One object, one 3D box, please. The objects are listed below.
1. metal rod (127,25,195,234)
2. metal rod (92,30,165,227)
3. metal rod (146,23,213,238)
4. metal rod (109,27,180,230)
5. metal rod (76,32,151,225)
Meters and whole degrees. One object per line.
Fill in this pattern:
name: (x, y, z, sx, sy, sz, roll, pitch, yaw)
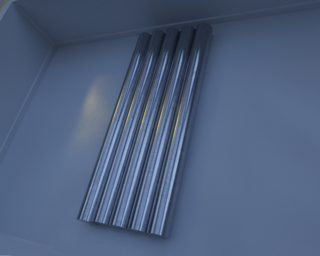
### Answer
metal rod: (0.010, -0.016, 0.409, 0.025, 0.025, 0.300, 0, 62, 28)
metal rod: (-0.035, -0.017, 0.433, 0.025, 0.025, 0.300, 0, 62, 28)
metal rod: (0.032, -0.015, 0.397, 0.025, 0.025, 0.300, 0, 62, 28)
metal rod: (-0.013, -0.016, 0.421, 0.025, 0.025, 0.300, 0, 62, 28)
metal rod: (-0.057, -0.016, 0.444, 0.025, 0.025, 0.300, 0, 62, 28)
